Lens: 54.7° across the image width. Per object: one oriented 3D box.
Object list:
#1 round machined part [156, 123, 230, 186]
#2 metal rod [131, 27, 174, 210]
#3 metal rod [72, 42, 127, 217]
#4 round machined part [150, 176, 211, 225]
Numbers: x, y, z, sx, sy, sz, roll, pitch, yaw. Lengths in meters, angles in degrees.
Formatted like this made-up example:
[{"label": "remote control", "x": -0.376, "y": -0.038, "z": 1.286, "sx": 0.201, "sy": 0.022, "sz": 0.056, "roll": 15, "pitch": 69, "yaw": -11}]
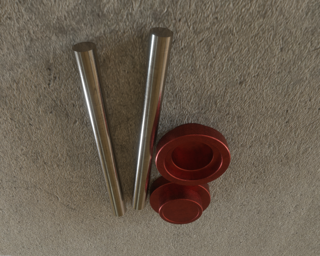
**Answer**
[{"label": "round machined part", "x": 0.043, "y": 0.032, "z": 0.424, "sx": 0.099, "sy": 0.042, "sz": 0.097, "roll": 0, "pitch": 130, "yaw": 0}, {"label": "metal rod", "x": -0.017, "y": 0.013, "z": 0.417, "sx": 0.025, "sy": 0.025, "sz": 0.298, "roll": 5, "pitch": 130, "yaw": -5}, {"label": "metal rod", "x": -0.075, "y": 0.026, "z": 0.428, "sx": 0.025, "sy": 0.025, "sz": 0.298, "roll": -2, "pitch": 130, "yaw": 1}, {"label": "round machined part", "x": 0.032, "y": 0.118, "z": 0.497, "sx": 0.099, "sy": 0.042, "sz": 0.097, "roll": 0, "pitch": 130, "yaw": 0}]
